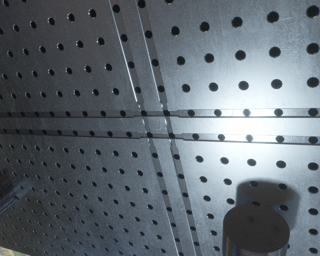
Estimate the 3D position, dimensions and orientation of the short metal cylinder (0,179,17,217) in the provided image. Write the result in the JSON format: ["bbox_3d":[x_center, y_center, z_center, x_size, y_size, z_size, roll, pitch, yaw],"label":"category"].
[{"bbox_3d":[-0.370,0.156,0.687,0.080,0.050,0.079,13,124,21],"label":"short metal cylinder"}]

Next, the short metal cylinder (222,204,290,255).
[{"bbox_3d":[0.122,0.145,0.401,0.080,0.080,0.050,9,123,23],"label":"short metal cylinder"}]
